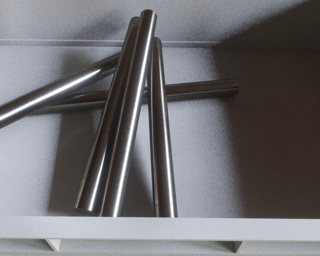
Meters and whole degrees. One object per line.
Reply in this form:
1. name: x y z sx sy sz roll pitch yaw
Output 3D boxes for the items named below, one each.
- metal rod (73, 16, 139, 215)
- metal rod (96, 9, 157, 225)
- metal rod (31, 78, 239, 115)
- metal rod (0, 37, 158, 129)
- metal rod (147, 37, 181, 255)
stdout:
1. metal rod: -0.057 -0.037 0.406 0.025 0.025 0.300 7 59 5
2. metal rod: -0.035 -0.034 0.391 0.025 0.025 0.299 6 63 4
3. metal rod: -0.037 -0.045 0.442 0.302 0.025 0.025 -6 51 -6
4. metal rod: -0.105 -0.072 0.437 0.025 0.025 0.302 35 50 25
5. metal rod: -0.001 -0.003 0.384 0.025 0.025 0.299 -3 57 -3
